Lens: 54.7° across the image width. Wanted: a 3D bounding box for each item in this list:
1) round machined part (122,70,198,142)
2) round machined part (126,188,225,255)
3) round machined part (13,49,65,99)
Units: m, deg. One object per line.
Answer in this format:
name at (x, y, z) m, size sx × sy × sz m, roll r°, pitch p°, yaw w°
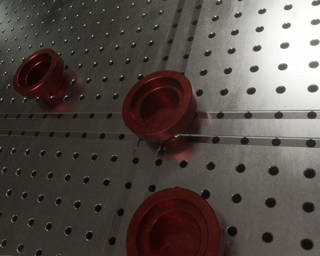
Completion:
round machined part at (0.003, -0.025, 0.410) m, size 0.098 × 0.042 × 0.098 m, roll -13°, pitch 56°, yaw 20°
round machined part at (0.019, 0.114, 0.317) m, size 0.098 × 0.042 × 0.098 m, roll -13°, pitch 56°, yaw 20°
round machined part at (-0.214, -0.093, 0.564) m, size 0.098 × 0.042 × 0.098 m, roll -13°, pitch 56°, yaw 20°
